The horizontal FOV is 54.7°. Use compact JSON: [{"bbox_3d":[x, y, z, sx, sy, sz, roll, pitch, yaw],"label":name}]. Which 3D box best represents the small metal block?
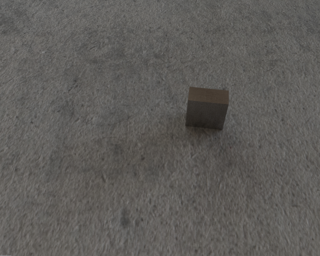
[{"bbox_3d":[0.061,-0.025,0.409,0.050,0.050,0.025,6,51,5],"label":"small metal block"}]
